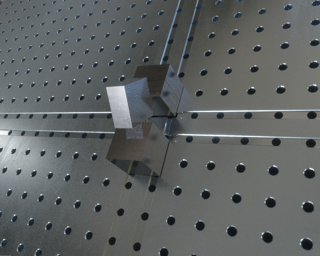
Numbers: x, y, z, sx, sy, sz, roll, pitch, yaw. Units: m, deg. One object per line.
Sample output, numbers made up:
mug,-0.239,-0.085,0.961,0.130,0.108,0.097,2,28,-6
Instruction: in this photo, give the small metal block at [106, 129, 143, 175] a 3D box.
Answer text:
small metal block,-0.037,0.026,0.394,0.025,0.050,0.050,1,63,29

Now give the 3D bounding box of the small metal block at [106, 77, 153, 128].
small metal block,-0.035,-0.031,0.375,0.025,0.050,0.050,0,19,29

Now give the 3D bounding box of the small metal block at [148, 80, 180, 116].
small metal block,-0.008,-0.039,0.419,0.050,0.050,0.025,2,63,29

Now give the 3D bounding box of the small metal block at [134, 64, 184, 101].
small metal block,-0.002,-0.062,0.429,0.050,0.050,0.025,2,63,29

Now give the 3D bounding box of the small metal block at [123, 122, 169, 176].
small metal block,-0.016,0.026,0.381,0.025,0.050,0.050,1,63,29
